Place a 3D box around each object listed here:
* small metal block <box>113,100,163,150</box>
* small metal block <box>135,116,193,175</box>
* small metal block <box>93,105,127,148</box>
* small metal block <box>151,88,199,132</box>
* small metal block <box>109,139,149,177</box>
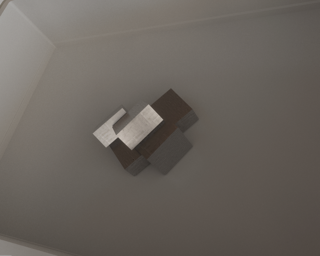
[{"bbox_3d":[-0.028,-0.005,0.373,0.050,0.025,0.050,-44,18,-3],"label":"small metal block"},{"bbox_3d":[0.006,0.022,0.370,0.050,0.050,0.025,-46,51,-4],"label":"small metal block"},{"bbox_3d":[-0.062,-0.004,0.422,0.050,0.025,0.050,-41,13,0],"label":"small metal block"},{"bbox_3d":[0.013,-0.016,0.405,0.050,0.025,0.050,-41,51,0],"label":"small metal block"},{"bbox_3d":[-0.032,0.026,0.403,0.050,0.025,0.050,-41,51,0],"label":"small metal block"}]
